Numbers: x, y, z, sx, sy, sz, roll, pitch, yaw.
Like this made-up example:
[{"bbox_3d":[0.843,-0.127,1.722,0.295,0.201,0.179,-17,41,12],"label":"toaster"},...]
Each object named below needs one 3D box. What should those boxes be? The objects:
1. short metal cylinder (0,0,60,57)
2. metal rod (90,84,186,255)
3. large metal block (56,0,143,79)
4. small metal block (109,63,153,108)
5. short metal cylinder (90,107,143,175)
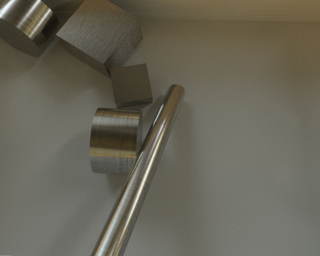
[{"bbox_3d":[-0.189,-0.145,0.431,0.080,0.080,0.050,24,72,8],"label":"short metal cylinder"},{"bbox_3d":[-0.018,0.046,0.323,0.025,0.025,0.301,17,44,6],"label":"metal rod"},{"bbox_3d":[-0.082,-0.129,0.439,0.080,0.050,0.080,33,79,11],"label":"large metal block"},{"bbox_3d":[-0.039,-0.058,0.427,0.050,0.025,0.050,-10,78,-4],"label":"small metal block"},{"bbox_3d":[-0.050,0.016,0.374,0.050,0.080,0.080,4,70,1],"label":"short metal cylinder"}]
